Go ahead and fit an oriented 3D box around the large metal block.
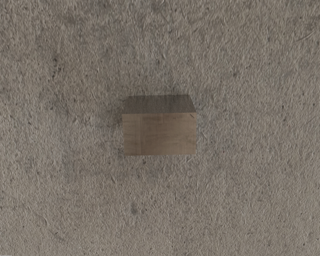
[{"bbox_3d":[0.000,-0.006,0.380,0.081,0.080,0.050,-1,110,0],"label":"large metal block"}]
